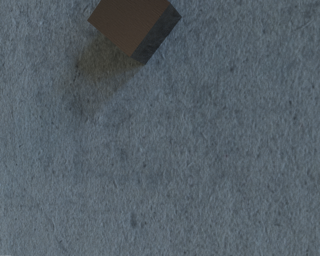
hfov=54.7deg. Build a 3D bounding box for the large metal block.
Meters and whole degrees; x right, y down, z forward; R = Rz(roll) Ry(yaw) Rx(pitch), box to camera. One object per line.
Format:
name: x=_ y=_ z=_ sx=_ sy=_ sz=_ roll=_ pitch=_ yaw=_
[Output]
large metal block: x=-0.033 y=-0.143 z=0.406 sx=0.080 sy=0.050 sz=0.080 roll=43 pitch=103 yaw=14
